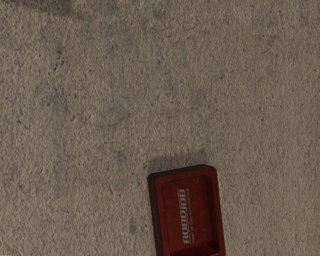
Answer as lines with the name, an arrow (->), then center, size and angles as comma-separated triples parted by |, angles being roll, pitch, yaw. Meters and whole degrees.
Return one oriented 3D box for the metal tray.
metal tray -> 0.037, 0.121, 0.421 | 0.091, 0.030, 0.129 | -8, 93, -20
